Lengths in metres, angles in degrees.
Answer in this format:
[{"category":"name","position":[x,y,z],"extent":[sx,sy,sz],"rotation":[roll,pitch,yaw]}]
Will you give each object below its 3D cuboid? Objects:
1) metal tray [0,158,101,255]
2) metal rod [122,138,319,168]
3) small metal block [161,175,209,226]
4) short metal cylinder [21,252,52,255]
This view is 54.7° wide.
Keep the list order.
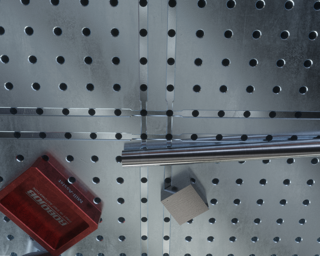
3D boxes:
[{"category":"metal tray","position":[-0.163,0.117,0.452],"extent":[0.090,0.030,0.130],"rotation":[-37,106,12]},{"category":"metal rod","position":[0.100,0.034,0.426],"extent":[0.302,0.025,0.025],"rotation":[-3,110,1]},{"category":"small metal block","position":[0.036,0.106,0.453],"extent":[0.050,0.025,0.050],"rotation":[-32,107,11]},{"category":"short metal cylinder","position":[-0.189,0.237,0.470],"extent":[0.080,0.080,0.050],"rotation":[15,110,-6]}]
